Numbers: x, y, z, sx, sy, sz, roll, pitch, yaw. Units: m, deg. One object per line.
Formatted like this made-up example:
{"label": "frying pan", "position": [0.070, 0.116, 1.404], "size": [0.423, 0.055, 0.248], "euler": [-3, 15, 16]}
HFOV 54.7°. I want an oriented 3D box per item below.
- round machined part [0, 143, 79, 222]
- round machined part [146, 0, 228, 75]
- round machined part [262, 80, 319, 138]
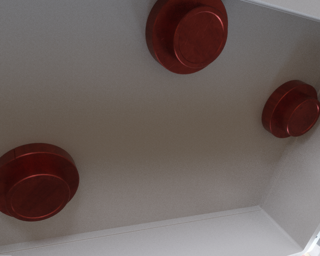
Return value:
{"label": "round machined part", "position": [-0.144, 0.070, 0.362], "size": [0.099, 0.042, 0.097], "euler": [-14, 124, -21]}
{"label": "round machined part", "position": [0.037, -0.107, 0.352], "size": [0.099, 0.042, 0.097], "euler": [-14, 124, -21]}
{"label": "round machined part", "position": [0.218, -0.025, 0.501], "size": [0.099, 0.042, 0.097], "euler": [-14, 124, -21]}
